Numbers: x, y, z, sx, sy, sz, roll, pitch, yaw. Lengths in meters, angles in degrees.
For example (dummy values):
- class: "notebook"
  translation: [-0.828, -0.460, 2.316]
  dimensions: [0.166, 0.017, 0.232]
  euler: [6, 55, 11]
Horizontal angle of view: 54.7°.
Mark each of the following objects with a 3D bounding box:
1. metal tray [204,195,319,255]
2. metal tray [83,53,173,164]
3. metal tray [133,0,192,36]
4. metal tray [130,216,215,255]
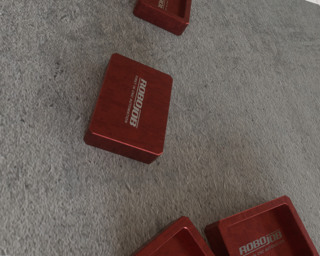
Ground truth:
- class: "metal tray"
  translation: [0.128, 0.144, 0.381]
  dimensions: [0.131, 0.030, 0.090]
  euler: [-9, 66, -32]
- class: "metal tray"
  translation: [-0.036, -0.027, 0.398]
  dimensions: [0.091, 0.030, 0.130]
  euler: [20, 54, -16]
- class: "metal tray"
  translation: [0.009, -0.230, 0.545]
  dimensions: [0.091, 0.030, 0.130]
  euler: [20, 54, -16]
- class: "metal tray"
  translation: [0.028, 0.169, 0.312]
  dimensions: [0.091, 0.030, 0.130]
  euler: [-28, 77, -37]
